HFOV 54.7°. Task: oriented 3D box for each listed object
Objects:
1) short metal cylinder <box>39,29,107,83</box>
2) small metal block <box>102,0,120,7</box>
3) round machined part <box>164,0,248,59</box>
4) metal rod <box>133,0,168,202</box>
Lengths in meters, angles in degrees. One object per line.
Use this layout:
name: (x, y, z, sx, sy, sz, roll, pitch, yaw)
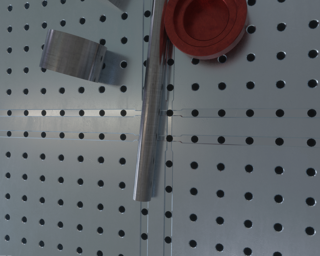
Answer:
short metal cylinder: (-0.118, -0.097, 0.425, 0.080, 0.080, 0.050, 18, 96, 19)
small metal block: (-0.075, -0.208, 0.439, 0.050, 0.025, 0.050, 30, 100, 17)
round machined part: (0.058, -0.133, 0.383, 0.098, 0.042, 0.097, 0, 90, 19)
metal rod: (-0.009, -0.052, 0.415, 0.025, 0.025, 0.298, 7, 92, 20)
